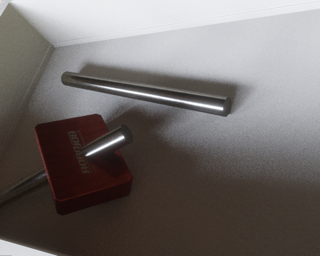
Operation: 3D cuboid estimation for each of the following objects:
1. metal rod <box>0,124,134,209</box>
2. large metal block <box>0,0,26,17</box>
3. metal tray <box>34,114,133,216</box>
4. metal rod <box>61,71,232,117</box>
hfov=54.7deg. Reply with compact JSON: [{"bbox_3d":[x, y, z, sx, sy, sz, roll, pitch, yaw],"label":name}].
[{"bbox_3d":[-0.166,0.071,0.425,0.300,0.025,0.025,-27,52,19],"label":"metal rod"},{"bbox_3d":[-0.397,-0.345,0.807,0.080,0.050,0.080,-5,60,25],"label":"large metal block"},{"bbox_3d":[-0.101,0.039,0.399,0.091,0.030,0.130,-13,47,-25],"label":"metal tray"},{"bbox_3d":[-0.040,-0.056,0.459,0.300,0.025,0.025,14,69,33],"label":"metal rod"}]
